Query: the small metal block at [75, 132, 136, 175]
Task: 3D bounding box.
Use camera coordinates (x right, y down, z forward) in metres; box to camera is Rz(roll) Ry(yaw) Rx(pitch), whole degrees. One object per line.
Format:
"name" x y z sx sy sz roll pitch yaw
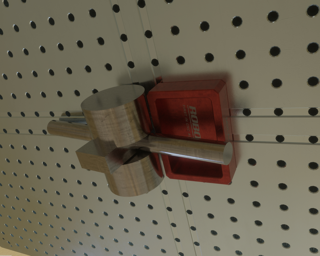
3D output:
"small metal block" -0.067 0.030 0.387 0.050 0.050 0.025 6 121 35

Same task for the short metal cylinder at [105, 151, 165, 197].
"short metal cylinder" -0.038 0.049 0.425 0.080 0.080 0.050 2 119 27

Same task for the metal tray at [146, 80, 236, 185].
"metal tray" 0.042 0.007 0.390 0.090 0.030 0.129 1 119 27

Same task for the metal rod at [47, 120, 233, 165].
"metal rod" -0.050 0.013 0.416 0.300 0.025 0.025 7 122 35

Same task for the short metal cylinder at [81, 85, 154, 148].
"short metal cylinder" -0.053 -0.017 0.391 0.080 0.080 0.050 1 119 28
